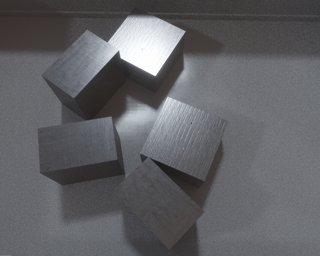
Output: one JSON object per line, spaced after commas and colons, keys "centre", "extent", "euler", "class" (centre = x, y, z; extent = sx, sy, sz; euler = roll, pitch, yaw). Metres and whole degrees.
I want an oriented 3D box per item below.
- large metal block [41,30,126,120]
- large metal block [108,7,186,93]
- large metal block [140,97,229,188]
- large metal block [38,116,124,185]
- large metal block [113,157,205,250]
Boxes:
{"centre": [-0.093, -0.064, 0.403], "extent": [0.050, 0.080, 0.080], "euler": [35, 74, 11], "class": "large metal block"}
{"centre": [-0.020, -0.109, 0.436], "extent": [0.080, 0.050, 0.080], "euler": [29, 72, 9], "class": "large metal block"}
{"centre": [0.030, 0.019, 0.390], "extent": [0.080, 0.050, 0.080], "euler": [23, 71, 7], "class": "large metal block"}
{"centre": [-0.089, 0.030, 0.368], "extent": [0.081, 0.080, 0.050], "euler": [-10, 71, -4], "class": "large metal block"}
{"centre": [-0.002, 0.087, 0.349], "extent": [0.080, 0.080, 0.050], "euler": [43, 76, 14], "class": "large metal block"}
